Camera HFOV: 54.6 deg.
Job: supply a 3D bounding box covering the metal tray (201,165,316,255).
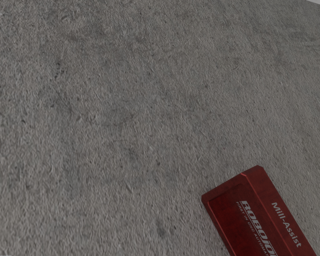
[{"bbox_3d":[0.109,0.118,0.348,0.030,0.090,0.130,-16,70,-34],"label":"metal tray"}]
